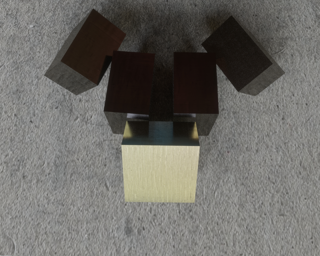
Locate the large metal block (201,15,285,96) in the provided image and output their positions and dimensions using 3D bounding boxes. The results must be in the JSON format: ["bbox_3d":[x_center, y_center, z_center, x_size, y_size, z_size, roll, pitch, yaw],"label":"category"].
[{"bbox_3d":[0.111,-0.091,0.408,0.050,0.080,0.080,-41,71,25],"label":"large metal block"}]

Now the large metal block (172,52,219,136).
[{"bbox_3d":[0.041,-0.040,0.395,0.050,0.080,0.080,1,70,0],"label":"large metal block"}]

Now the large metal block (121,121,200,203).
[{"bbox_3d":[0.001,0.039,0.359,0.081,0.079,0.050,1,31,0],"label":"large metal block"}]

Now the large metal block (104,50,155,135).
[{"bbox_3d":[-0.034,-0.040,0.395,0.050,0.080,0.080,5,70,1],"label":"large metal block"}]

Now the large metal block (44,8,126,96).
[{"bbox_3d":[-0.099,-0.095,0.404,0.050,0.080,0.080,34,69,-27],"label":"large metal block"}]
